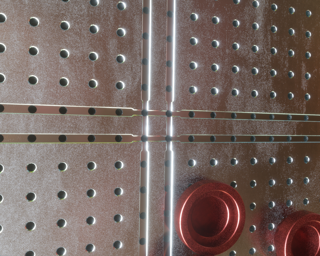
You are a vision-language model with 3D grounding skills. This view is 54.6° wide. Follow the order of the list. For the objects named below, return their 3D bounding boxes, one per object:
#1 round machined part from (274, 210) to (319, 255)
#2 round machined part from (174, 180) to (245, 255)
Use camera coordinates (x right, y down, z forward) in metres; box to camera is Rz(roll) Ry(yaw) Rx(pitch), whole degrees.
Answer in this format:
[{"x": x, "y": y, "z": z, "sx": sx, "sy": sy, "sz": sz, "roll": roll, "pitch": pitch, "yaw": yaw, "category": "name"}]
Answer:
[{"x": 0.220, "y": 0.177, "z": 0.484, "sx": 0.099, "sy": 0.042, "sz": 0.097, "roll": 0, "pitch": 90, "yaw": -20, "category": "round machined part"}, {"x": 0.064, "y": 0.120, "z": 0.427, "sx": 0.099, "sy": 0.042, "sz": 0.097, "roll": 0, "pitch": 90, "yaw": -20, "category": "round machined part"}]
